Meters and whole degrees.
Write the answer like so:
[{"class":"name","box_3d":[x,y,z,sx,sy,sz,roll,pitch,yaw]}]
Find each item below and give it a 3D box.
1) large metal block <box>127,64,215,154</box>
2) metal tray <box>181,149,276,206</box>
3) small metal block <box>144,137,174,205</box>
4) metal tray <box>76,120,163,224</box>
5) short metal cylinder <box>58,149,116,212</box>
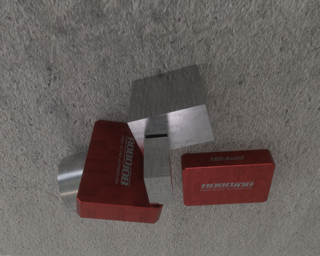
[{"class":"large metal block","box_3d":[0.013,-0.022,0.353,0.080,0.080,0.050,-13,129,11]},{"class":"metal tray","box_3d":[0.099,0.077,0.471,0.131,0.030,0.089,-4,130,2]},{"class":"small metal block","box_3d":[-0.001,0.045,0.324,0.025,0.050,0.050,-5,136,2]},{"class":"metal tray","box_3d":[-0.044,0.048,0.378,0.091,0.130,0.030,7,132,-6]},{"class":"short metal cylinder","box_3d":[-0.098,0.072,0.432,0.050,0.080,0.080,-13,129,11]}]
